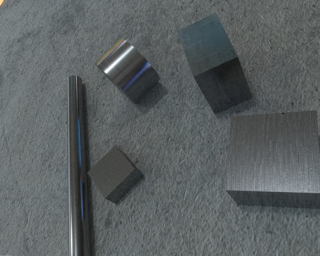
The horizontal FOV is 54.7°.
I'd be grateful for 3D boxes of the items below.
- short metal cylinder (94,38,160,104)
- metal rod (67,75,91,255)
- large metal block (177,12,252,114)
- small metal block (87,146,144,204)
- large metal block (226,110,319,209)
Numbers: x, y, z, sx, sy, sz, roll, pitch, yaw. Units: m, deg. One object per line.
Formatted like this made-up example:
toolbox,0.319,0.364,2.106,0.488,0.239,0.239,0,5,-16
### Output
short metal cylinder,-0.046,-0.080,0.442,0.050,0.080,0.080,-45,51,-3
metal rod,-0.119,0.038,0.442,0.025,0.025,0.299,-23,53,14
large metal block,0.068,-0.077,0.381,0.050,0.080,0.080,-23,53,14
small metal block,-0.057,0.059,0.397,0.050,0.025,0.050,-45,51,-3
large metal block,0.114,0.032,0.308,0.080,0.050,0.080,-4,60,26
